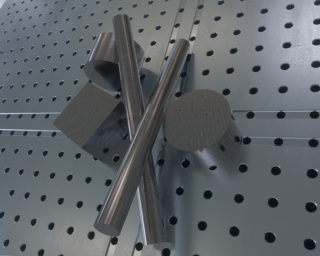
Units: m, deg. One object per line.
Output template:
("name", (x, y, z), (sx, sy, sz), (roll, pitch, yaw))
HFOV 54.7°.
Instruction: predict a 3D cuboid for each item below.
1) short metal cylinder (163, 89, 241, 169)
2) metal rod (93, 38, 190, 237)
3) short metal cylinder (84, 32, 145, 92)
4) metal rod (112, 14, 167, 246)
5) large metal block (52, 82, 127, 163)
("short metal cylinder", (0.050, 0.001, 0.365), (0.080, 0.050, 0.080), (-13, 56, 21))
("metal rod", (-0.007, -0.017, 0.371), (0.025, 0.025, 0.300), (-4, 44, 26))
("short metal cylinder", (-0.068, -0.097, 0.469), (0.080, 0.080, 0.050), (0, 62, 28))
("metal rod", (-0.030, -0.013, 0.386), (0.025, 0.025, 0.299), (-17, 69, 18))
("large metal block", (-0.093, -0.010, 0.447), (0.080, 0.050, 0.080), (31, 79, 38))
